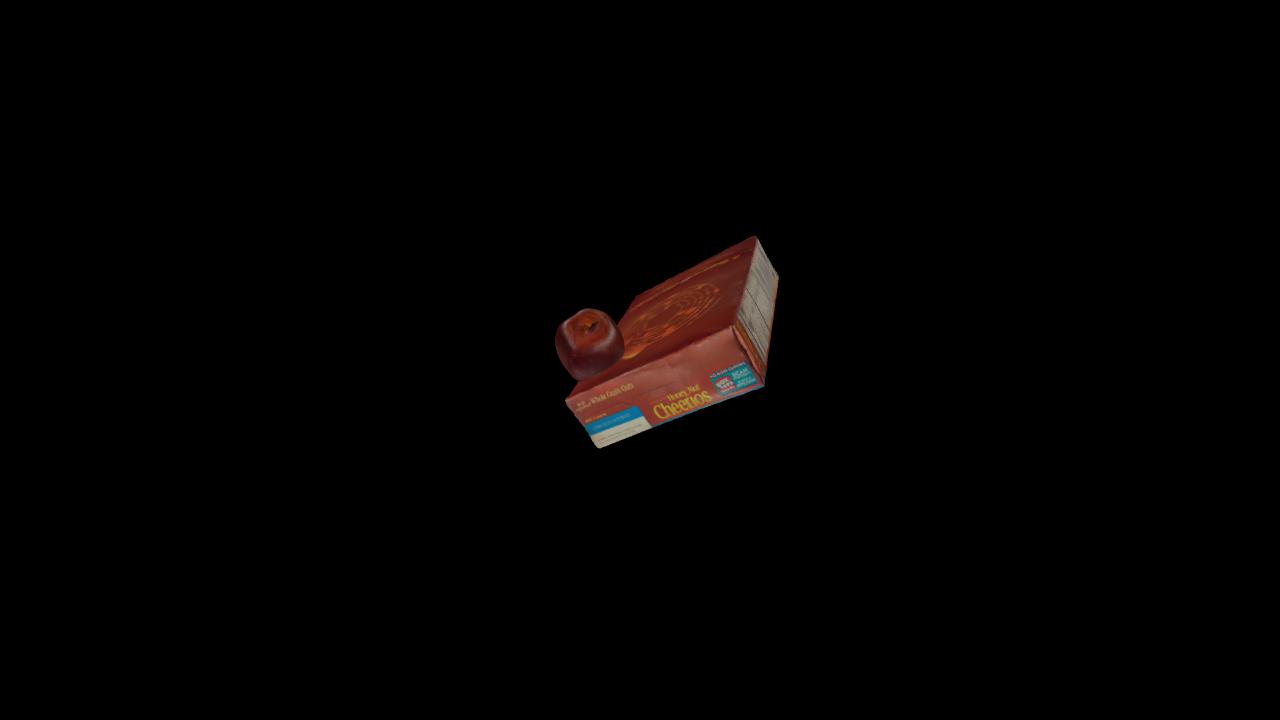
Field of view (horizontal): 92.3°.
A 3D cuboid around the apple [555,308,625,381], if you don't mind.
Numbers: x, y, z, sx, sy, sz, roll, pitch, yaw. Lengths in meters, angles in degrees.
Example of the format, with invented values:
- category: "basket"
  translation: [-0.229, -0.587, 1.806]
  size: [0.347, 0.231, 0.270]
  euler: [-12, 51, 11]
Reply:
- category: "apple"
  translation: [-0.053, -0.013, 0.678]
  size: [0.079, 0.079, 0.093]
  euler: [0, -34, -5]

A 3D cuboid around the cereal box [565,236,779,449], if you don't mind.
- category: "cereal box"
  translation: [0.055, -0.033, 0.739]
  size: [0.203, 0.081, 0.306]
  euler: [-25, 19, 25]
